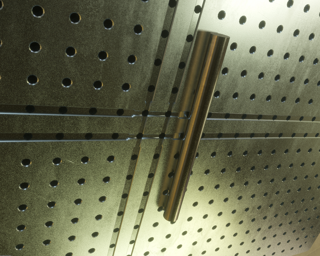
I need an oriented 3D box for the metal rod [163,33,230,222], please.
[{"bbox_3d":[0.046,0.016,0.447,0.025,0.025,0.298,-3,120,-28],"label":"metal rod"}]
